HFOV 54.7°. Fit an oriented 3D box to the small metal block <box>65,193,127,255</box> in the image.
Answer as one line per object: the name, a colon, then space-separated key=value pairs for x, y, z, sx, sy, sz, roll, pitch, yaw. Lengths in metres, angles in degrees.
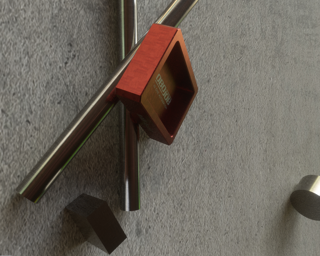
small metal block: x=-0.069 y=0.101 z=0.332 sx=0.025 sy=0.050 sz=0.050 roll=-38 pitch=114 yaw=-34

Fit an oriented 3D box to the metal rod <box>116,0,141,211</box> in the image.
metal rod: x=-0.038 y=-0.051 z=0.374 sx=0.025 sy=0.025 sz=0.298 roll=-2 pitch=91 yaw=-40

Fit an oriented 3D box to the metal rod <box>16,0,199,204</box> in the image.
metal rod: x=-0.044 y=-0.051 z=0.341 sx=0.025 sy=0.025 sz=0.300 roll=46 pitch=71 yaw=-31

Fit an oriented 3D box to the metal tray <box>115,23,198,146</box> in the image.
metal tray: x=0.004 y=-0.044 z=0.361 sx=0.090 sy=0.030 sz=0.130 roll=-63 pitch=156 yaw=-15

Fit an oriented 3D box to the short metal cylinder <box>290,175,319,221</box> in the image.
short metal cylinder: x=0.321 y=0.145 z=0.643 sx=0.050 sy=0.080 sz=0.080 roll=-38 pitch=114 yaw=-34
